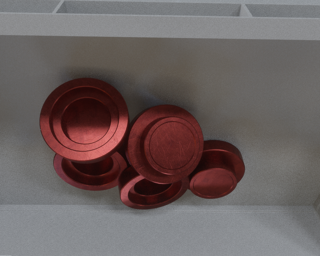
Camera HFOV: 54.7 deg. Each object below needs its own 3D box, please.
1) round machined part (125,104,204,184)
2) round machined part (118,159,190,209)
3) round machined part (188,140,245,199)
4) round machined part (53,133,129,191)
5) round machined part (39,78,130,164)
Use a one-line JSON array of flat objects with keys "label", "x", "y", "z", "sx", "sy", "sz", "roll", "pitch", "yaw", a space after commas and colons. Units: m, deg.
[{"label": "round machined part", "x": 0.009, "y": 0.020, "z": 0.377, "sx": 0.099, "sy": 0.042, "sz": 0.097, "roll": 0, "pitch": 91, "yaw": -17}, {"label": "round machined part", "x": -0.011, "y": 0.072, "z": 0.442, "sx": 0.099, "sy": 0.042, "sz": 0.097, "roll": -10, "pitch": 137, "yaw": -9}, {"label": "round machined part", "x": 0.075, "y": 0.067, "z": 0.453, "sx": 0.099, "sy": 0.042, "sz": 0.097, "roll": -1, "pitch": 130, "yaw": 0}, {"label": "round machined part", "x": -0.092, "y": 0.040, "z": 0.427, "sx": 0.099, "sy": 0.042, "sz": 0.097, "roll": -1, "pitch": 130, "yaw": 0}, {"label": "round machined part", "x": -0.085, "y": -0.006, "z": 0.366, "sx": 0.099, "sy": 0.098, "sz": 0.042, "roll": 2, "pitch": 166, "yaw": -2}]
